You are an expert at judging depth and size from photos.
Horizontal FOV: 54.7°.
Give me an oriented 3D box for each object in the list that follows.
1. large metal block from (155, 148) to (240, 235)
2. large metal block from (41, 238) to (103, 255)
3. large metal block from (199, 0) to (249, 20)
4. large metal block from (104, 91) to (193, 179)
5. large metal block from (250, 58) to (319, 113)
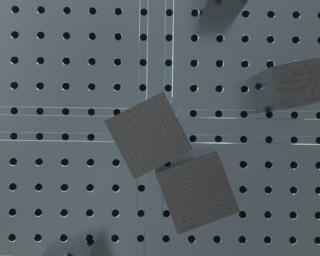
[{"bbox_3d":[0.046,0.079,0.402,0.080,0.050,0.080,-21,90,-1],"label":"large metal block"},{"bbox_3d":[-0.112,0.201,0.400,0.080,0.050,0.080,-17,90,-1],"label":"large metal block"},{"bbox_3d":[0.078,-0.190,0.387,0.050,0.080,0.079,-2,90,0],"label":"large metal block"},{"bbox_3d":[-0.014,0.009,0.401,0.080,0.050,0.080,-27,90,0],"label":"large metal block"},{"bbox_3d":[0.169,-0.052,0.388,0.080,0.080,0.050,-11,90,0],"label":"large metal block"}]
